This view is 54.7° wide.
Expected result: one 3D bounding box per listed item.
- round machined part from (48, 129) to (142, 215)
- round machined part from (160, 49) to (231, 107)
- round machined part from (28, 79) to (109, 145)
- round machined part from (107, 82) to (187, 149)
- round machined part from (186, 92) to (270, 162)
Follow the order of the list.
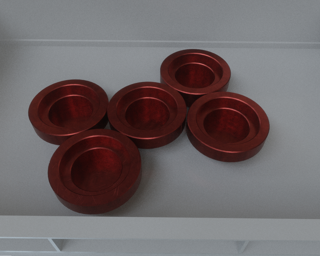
[{"bbox_3d":[-0.069,0.051,0.346,0.099,0.042,0.098,0,50,0],"label":"round machined part"},{"bbox_3d":[0.050,-0.068,0.448,0.099,0.042,0.098,0,50,0],"label":"round machined part"},{"bbox_3d":[-0.114,-0.016,0.403,0.099,0.042,0.098,0,50,0],"label":"round machined part"},{"bbox_3d":[-0.016,-0.012,0.399,0.099,0.042,0.098,0,50,0],"label":"round machined part"},{"bbox_3d":[0.082,0.003,0.389,0.099,0.042,0.098,0,50,0],"label":"round machined part"}]
